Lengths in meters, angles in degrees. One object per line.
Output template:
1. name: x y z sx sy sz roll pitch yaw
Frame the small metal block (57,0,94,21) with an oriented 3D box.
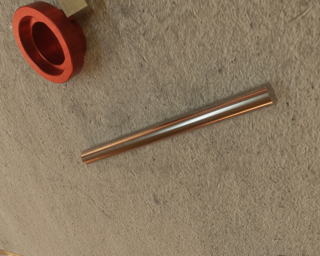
1. small metal block: -0.101 -0.151 0.345 0.025 0.050 0.050 -29 105 4

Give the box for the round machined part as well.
1. round machined part: -0.132 -0.109 0.388 0.098 0.042 0.097 22 135 24

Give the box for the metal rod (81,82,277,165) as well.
1. metal rod: 0.000 0.005 0.408 0.300 0.025 0.025 -20 108 35
